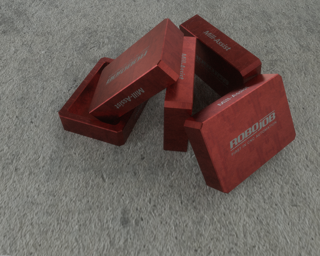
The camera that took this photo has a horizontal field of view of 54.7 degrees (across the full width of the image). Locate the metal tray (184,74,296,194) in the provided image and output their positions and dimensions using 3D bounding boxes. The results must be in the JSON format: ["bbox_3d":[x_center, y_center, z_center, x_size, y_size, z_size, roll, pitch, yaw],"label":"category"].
[{"bbox_3d":[0.098,0.003,0.361,0.131,0.090,0.030,-32,22,-24],"label":"metal tray"}]

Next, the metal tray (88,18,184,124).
[{"bbox_3d":[-0.031,-0.068,0.388,0.130,0.030,0.090,-28,38,36],"label":"metal tray"}]

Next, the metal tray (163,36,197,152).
[{"bbox_3d":[0.026,-0.046,0.401,0.030,0.089,0.130,5,51,4],"label":"metal tray"}]

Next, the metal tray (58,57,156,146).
[{"bbox_3d":[-0.068,-0.042,0.436,0.090,0.030,0.130,16,52,12],"label":"metal tray"}]

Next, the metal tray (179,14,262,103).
[{"bbox_3d":[0.083,-0.090,0.436,0.030,0.090,0.130,-35,57,-9],"label":"metal tray"}]
